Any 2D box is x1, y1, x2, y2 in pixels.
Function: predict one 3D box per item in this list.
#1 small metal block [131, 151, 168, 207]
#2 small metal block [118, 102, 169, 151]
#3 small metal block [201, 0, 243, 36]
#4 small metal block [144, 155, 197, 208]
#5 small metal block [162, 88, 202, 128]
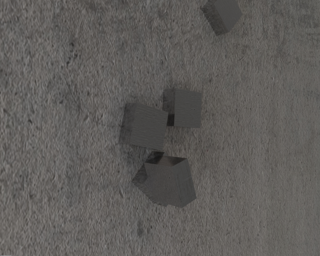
[{"bbox_3d":[-0.001,0.066,0.404,0.050,0.025,0.050,50,60,-28],"label":"small metal block"},{"bbox_3d":[-0.020,-0.001,0.388,0.050,0.025,0.050,15,80,-39],"label":"small metal block"},{"bbox_3d":[0.098,-0.183,0.486,0.050,0.025,0.050,51,60,-28],"label":"small metal block"},{"bbox_3d":[0.012,0.061,0.365,0.025,0.050,0.050,-23,105,-38],"label":"small metal block"},{"bbox_3d":[0.031,-0.026,0.430,0.050,0.025,0.050,4,87,-40],"label":"small metal block"}]
